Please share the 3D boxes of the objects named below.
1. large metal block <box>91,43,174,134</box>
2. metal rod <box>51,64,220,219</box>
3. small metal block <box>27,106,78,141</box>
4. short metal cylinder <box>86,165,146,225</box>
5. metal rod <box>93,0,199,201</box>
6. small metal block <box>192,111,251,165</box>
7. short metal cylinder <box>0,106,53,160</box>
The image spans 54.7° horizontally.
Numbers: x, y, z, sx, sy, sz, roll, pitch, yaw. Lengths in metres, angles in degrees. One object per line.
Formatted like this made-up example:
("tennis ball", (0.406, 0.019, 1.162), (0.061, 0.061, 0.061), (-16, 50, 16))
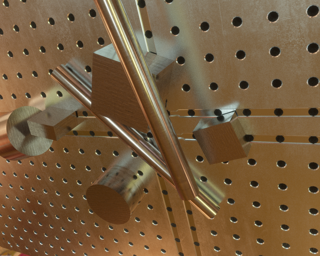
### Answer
("large metal block", (-0.036, -0.051, 0.382), (0.080, 0.050, 0.079), (22, 127, 15))
("metal rod", (-0.034, 0.020, 0.441), (0.300, 0.025, 0.025), (42, 129, -1))
("small metal block", (-0.164, -0.008, 0.477), (0.050, 0.050, 0.025), (11, 123, 22))
("short metal cylinder", (-0.071, 0.107, 0.499), (0.080, 0.050, 0.079), (13, 124, 21))
("metal rod", (-0.019, -0.049, 0.326), (0.025, 0.025, 0.299), (-10, 114, 32))
("small metal block", (0.076, 0.013, 0.379), (0.050, 0.025, 0.050), (-18, 109, 35))
("short metal cylinder", (-0.221, 0.009, 0.498), (0.050, 0.080, 0.080), (-15, 111, 34))
